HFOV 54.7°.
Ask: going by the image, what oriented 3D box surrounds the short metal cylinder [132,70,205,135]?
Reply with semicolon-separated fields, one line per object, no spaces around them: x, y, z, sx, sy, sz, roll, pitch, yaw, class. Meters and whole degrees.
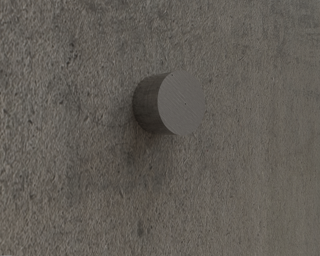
0.012;-0.031;0.398;0.081;0.050;0.080;0;90;-40;short metal cylinder
